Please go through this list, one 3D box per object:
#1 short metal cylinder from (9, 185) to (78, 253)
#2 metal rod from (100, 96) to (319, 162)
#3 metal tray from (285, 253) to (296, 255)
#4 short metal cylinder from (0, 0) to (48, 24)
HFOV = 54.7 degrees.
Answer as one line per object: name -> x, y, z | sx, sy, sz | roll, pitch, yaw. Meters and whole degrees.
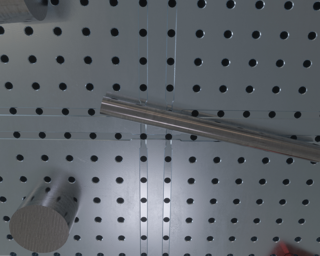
short metal cylinder -> -0.165, 0.130, 0.447 | 0.081, 0.050, 0.079 | 0, 110, 0
metal rod -> 0.072, 0.003, 0.415 | 0.302, 0.025, 0.025 | 13, 110, -5
metal tray -> 0.218, 0.279, 0.515 | 0.090, 0.030, 0.129 | 25, 108, -9
short metal cylinder -> -0.159, -0.153, 0.326 | 0.050, 0.080, 0.079 | -4, 110, 1
